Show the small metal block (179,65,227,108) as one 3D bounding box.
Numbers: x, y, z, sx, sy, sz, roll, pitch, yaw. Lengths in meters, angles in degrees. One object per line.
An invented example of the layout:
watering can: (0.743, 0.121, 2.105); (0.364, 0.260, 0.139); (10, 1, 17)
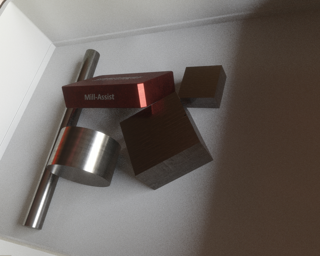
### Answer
small metal block: (0.056, -0.054, 0.409); (0.050, 0.025, 0.050); (3, 63, 29)

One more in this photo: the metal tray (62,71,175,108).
metal tray: (-0.056, -0.054, 0.428); (0.130, 0.030, 0.091); (2, 19, 28)

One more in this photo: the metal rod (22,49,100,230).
metal rod: (-0.144, 0.001, 0.478); (0.025, 0.025, 0.299); (-3, 60, 26)

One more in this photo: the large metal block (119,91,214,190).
large metal block: (0.006, 0.016, 0.376); (0.080, 0.050, 0.080); (-29, 52, 9)

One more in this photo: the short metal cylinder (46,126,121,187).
short metal cylinder: (-0.096, 0.039, 0.395); (0.080, 0.080, 0.050); (0, 62, 27)
